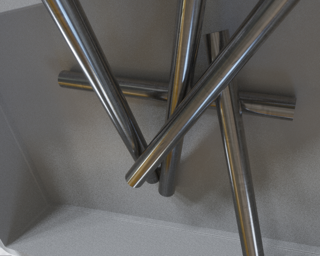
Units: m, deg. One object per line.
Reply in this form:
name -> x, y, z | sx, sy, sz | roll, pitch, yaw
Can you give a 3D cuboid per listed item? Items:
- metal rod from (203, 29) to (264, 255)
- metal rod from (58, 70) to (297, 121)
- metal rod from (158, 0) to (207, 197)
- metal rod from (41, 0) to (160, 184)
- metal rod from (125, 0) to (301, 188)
metal rod -> 0.088, 0.046, 0.343 | 0.025, 0.025, 0.298 | -4, 109, 30
metal rod -> 0.003, -0.044, 0.378 | 0.301, 0.025, 0.025 | 10, 123, 22
metal rod -> 0.019, -0.015, 0.357 | 0.025, 0.025, 0.298 | 20, 136, 16
metal rod -> -0.044, -0.015, 0.343 | 0.025, 0.025, 0.299 | 10, 148, 22
metal rod -> 0.039, -0.029, 0.308 | 0.025, 0.025, 0.298 | 39, 127, 2
